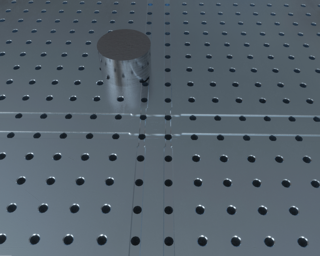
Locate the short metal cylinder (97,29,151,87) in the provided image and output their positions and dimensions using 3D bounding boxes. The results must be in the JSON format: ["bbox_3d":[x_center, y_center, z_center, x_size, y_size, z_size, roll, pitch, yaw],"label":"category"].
[{"bbox_3d":[-0.054,-0.110,0.483,0.081,0.050,0.080,0,50,0],"label":"short metal cylinder"}]
